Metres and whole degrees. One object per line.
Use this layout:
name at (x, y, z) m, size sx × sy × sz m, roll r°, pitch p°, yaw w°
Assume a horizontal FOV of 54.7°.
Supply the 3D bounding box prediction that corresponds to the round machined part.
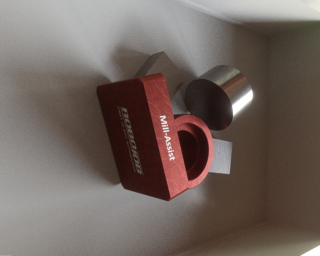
round machined part at (0.023, 0.030, 0.413) m, size 0.099 × 0.042 × 0.097 m, roll 0°, pitch 90°, yaw -40°

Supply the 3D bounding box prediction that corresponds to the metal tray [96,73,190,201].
metal tray at (-0.021, 0.010, 0.346) m, size 0.030 × 0.090 × 0.129 m, roll -22°, pitch 104°, yaw -38°

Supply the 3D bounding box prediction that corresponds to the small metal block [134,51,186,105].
small metal block at (-0.001, -0.063, 0.406) m, size 0.050 × 0.025 × 0.050 m, roll 47°, pitch 62°, yaw -28°

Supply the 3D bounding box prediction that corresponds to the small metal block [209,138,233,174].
small metal block at (0.084, 0.043, 0.477) m, size 0.050 × 0.025 × 0.050 m, roll 12°, pitch 82°, yaw -38°

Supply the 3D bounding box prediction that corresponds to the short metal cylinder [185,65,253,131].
short metal cylinder at (0.083, -0.043, 0.440) m, size 0.050 × 0.080 × 0.080 m, roll -36°, pitch 113°, yaw -34°
